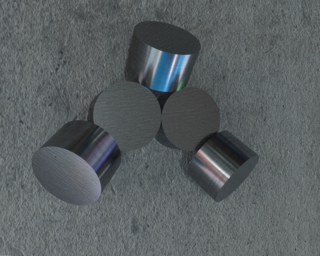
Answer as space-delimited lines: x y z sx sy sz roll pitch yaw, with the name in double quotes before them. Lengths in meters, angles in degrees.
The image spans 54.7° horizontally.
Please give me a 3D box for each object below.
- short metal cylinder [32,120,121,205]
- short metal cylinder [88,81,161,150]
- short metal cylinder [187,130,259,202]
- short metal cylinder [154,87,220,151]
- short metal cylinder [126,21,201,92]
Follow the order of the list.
"short metal cylinder" -0.090 0.038 0.341 0.080 0.080 0.050 48 35 -14
"short metal cylinder" -0.045 -0.014 0.380 0.081 0.050 0.080 0 90 -20
"short metal cylinder" 0.082 0.050 0.405 0.080 0.080 0.050 -39 61 -16
"short metal cylinder" 0.031 -0.011 0.408 0.081 0.050 0.080 0 90 -20
"short metal cylinder" 0.003 -0.088 0.376 0.081 0.080 0.050 2 132 -20
